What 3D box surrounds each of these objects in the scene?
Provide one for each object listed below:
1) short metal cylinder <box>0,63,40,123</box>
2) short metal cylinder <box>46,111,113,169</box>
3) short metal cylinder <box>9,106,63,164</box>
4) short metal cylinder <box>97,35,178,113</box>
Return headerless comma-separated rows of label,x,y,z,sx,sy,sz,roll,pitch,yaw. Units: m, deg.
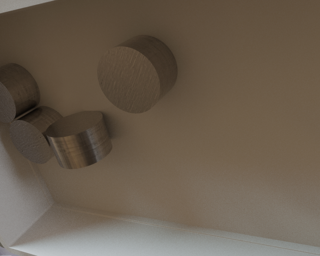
short metal cylinder,-0.237,-0.055,0.484,0.080,0.050,0.079,13,124,21
short metal cylinder,-0.114,0.015,0.443,0.080,0.080,0.050,1,119,28
short metal cylinder,-0.192,0.011,0.501,0.080,0.050,0.079,13,124,21
short metal cylinder,-0.026,-0.064,0.367,0.080,0.050,0.079,13,124,21
